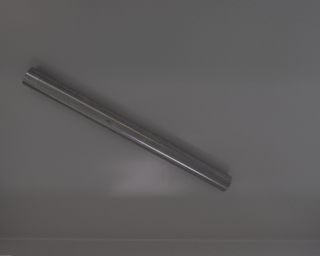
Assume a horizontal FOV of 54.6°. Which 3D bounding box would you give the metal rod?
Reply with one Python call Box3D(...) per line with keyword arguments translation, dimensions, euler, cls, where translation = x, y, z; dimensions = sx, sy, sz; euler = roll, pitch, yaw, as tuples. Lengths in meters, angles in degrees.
Box3D(translation=(-0.035, 0.007, 0.413), dimensions=(0.301, 0.025, 0.025), euler=(29, 108, -10), cls="metal rod")
